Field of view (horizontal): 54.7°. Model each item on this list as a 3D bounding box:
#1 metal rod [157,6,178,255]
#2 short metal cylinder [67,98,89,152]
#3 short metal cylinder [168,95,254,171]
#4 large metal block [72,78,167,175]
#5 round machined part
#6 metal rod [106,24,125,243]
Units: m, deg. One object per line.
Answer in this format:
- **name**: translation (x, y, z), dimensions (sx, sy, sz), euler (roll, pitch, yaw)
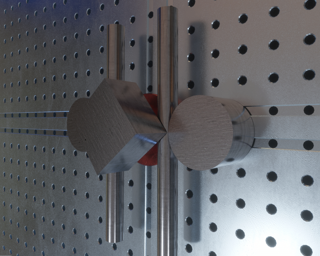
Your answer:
- **metal rod**: translation (0.009, 0.006, 0.375), dimensions (0.025, 0.025, 0.298), euler (0, 90, 40)
- **short metal cylinder**: translation (-0.097, -0.005, 0.474), dimensions (0.080, 0.050, 0.080), euler (0, 90, 40)
- **short metal cylinder**: translation (0.056, 0.005, 0.346), dimensions (0.080, 0.050, 0.080), euler (0, 90, 40)
- **large metal block**: translation (-0.051, -0.001, 0.374), dimensions (0.080, 0.050, 0.080), euler (-46, 63, 30)
- **round machined part**: translation (-0.018, 0.002, 0.414), dimensions (0.098, 0.042, 0.097), euler (0, 90, 40)
- **metal rod**: translation (-0.063, 0.007, 0.434), dimensions (0.025, 0.025, 0.298), euler (1, 90, 40)
